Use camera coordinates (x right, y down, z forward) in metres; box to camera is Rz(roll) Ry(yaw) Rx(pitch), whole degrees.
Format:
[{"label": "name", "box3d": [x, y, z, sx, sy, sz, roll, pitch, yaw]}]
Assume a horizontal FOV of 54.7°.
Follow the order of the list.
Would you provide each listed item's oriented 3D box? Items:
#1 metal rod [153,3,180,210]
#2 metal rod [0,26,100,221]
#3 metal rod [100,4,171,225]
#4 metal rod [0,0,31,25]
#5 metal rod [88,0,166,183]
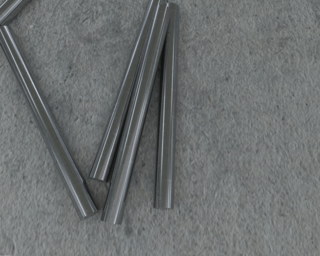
[{"label": "metal rod", "box3d": [0.011, -0.043, 0.423, 0.025, 0.025, 0.299, 3, 70, 0]}, {"label": "metal rod", "box3d": [-0.156, -0.019, 0.412, 0.025, 0.025, 0.299, -28, 73, -10]}, {"label": "metal rod", "box3d": [-0.027, -0.029, 0.406, 0.025, 0.025, 0.299, 11, 75, 4]}, {"label": "metal rod", "box3d": [-0.279, -0.104, 0.442, 0.025, 0.025, 0.300, 30, 72, 10]}, {"label": "metal rod", "box3d": [-0.039, -0.071, 0.433, 0.025, 0.025, 0.299, 14, 70, 4]}]
